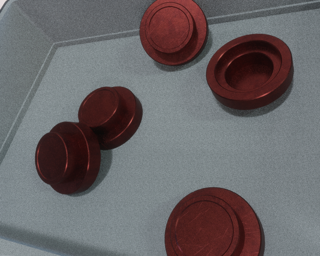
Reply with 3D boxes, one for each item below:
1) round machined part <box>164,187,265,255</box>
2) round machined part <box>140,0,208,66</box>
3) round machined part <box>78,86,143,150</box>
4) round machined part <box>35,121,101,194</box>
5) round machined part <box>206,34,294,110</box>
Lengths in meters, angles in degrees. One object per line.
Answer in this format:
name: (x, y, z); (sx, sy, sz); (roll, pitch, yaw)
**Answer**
round machined part: (0.049, 0.105, 0.305); (0.098, 0.042, 0.098); (-13, 56, 21)
round machined part: (0.017, -0.138, 0.439); (0.098, 0.042, 0.097); (2, 98, 15)
round machined part: (-0.078, -0.021, 0.449); (0.098, 0.042, 0.098); (-13, 56, 21)
round machined part: (-0.129, 0.040, 0.414); (0.098, 0.042, 0.097); (-2, 86, 35)
round machined part: (0.110, -0.063, 0.376); (0.098, 0.042, 0.098); (-13, 56, 21)
